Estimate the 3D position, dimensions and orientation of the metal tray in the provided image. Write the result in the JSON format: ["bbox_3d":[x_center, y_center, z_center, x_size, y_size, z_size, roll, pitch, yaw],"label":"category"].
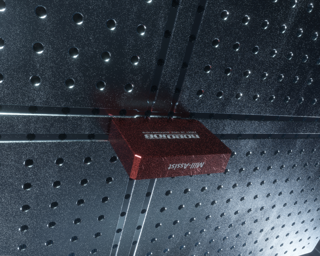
[{"bbox_3d":[0.012,0.022,0.388,0.131,0.090,0.030,0,119,-28],"label":"metal tray"}]
